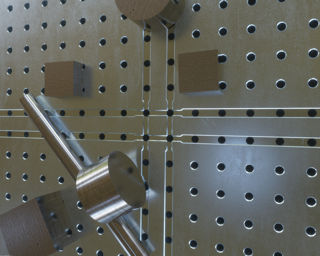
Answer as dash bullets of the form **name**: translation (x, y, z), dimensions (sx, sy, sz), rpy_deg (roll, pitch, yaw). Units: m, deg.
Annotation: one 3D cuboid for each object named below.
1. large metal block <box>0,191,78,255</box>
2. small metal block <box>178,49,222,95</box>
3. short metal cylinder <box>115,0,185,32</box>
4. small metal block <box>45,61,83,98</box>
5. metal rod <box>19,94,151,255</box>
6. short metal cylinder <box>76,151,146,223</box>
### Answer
- **large metal block**: translation (-0.184, 0.150, 0.464), dimensions (0.080, 0.050, 0.080), rpy_deg (-27, 81, 18)
- **small metal block**: translation (0.051, -0.070, 0.394), dimensions (0.050, 0.025, 0.050), rpy_deg (-2, 89, 20)
- **short metal cylinder**: translation (-0.012, -0.173, 0.404), dimensions (0.080, 0.050, 0.080), rpy_deg (0, 90, 20)
- **small metal block**: translation (-0.143, -0.072, 0.463), dimensions (0.050, 0.025, 0.050), rpy_deg (0, 90, 20)
- **metal rod**: translation (-0.116, 0.067, 0.453), dimensions (0.025, 0.025, 0.300), rpy_deg (-43, 77, 15)
- **short metal cylinder**: translation (-0.062, 0.077, 0.405), dimensions (0.050, 0.080, 0.080), rpy_deg (-29, 81, 18)
